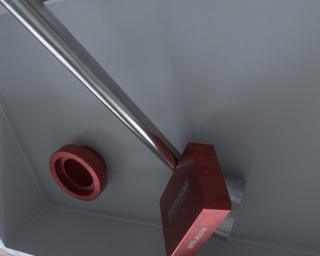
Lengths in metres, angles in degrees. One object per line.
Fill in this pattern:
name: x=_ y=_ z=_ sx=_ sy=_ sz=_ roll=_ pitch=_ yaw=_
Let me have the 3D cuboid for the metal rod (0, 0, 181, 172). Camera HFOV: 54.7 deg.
metal rod: x=-0.041 y=-0.023 z=0.333 sx=0.025 sy=0.025 sz=0.300 roll=-10 pitch=139 yaw=32

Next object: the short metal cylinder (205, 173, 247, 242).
short metal cylinder: x=0.073 y=0.096 z=0.393 sx=0.050 sy=0.080 sz=0.079 roll=19 pitch=126 yaw=17

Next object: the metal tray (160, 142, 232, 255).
metal tray: x=0.036 y=0.092 z=0.376 sx=0.030 sy=0.090 sz=0.129 roll=7 pitch=132 yaw=-16

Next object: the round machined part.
round machined part: x=-0.127 y=0.067 z=0.504 sx=0.098 sy=0.042 sz=0.097 roll=13 pitch=124 yaw=20
